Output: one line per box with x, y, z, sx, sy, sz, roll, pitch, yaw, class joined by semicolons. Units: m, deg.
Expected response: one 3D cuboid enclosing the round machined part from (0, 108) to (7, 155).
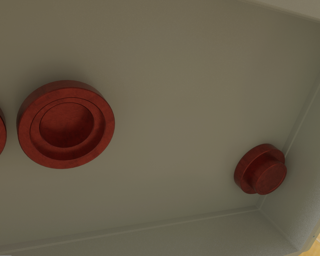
-0.200;0.009;0.294;0.099;0.042;0.097;-14;125;-21;round machined part

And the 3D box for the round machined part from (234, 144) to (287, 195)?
0.185;0.080;0.551;0.099;0.042;0.097;-14;125;-21;round machined part

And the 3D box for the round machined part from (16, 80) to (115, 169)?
-0.103;-0.007;0.338;0.099;0.042;0.097;-14;125;-21;round machined part
